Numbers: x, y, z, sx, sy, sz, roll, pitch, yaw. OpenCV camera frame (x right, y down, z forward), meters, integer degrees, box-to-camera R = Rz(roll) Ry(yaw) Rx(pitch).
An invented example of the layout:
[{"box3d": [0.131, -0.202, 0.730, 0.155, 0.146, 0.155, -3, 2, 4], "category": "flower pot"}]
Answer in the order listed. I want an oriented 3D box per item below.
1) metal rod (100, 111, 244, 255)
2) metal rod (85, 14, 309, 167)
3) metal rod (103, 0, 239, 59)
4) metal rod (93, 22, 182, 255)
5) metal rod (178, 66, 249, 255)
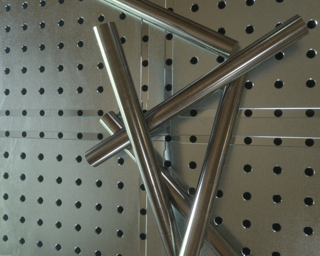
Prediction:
[{"box3d": [0.024, 0.091, 0.403, 0.025, 0.025, 0.300, -46, 76, 14], "category": "metal rod"}, {"box3d": [0.030, -0.035, 0.373, 0.300, 0.025, 0.025, -32, 80, 17], "category": "metal rod"}, {"box3d": [-0.033, -0.168, 0.423, 0.301, 0.025, 0.025, 31, 100, 17], "category": "metal rod"}, {"box3d": [-0.020, 0.027, 0.372, 0.025, 0.025, 0.298, -12, 104, 19], "category": "metal rod"}, {"box3d": [0.057, 0.069, 0.371, 0.025, 0.025, 0.298, 14, 87, 19], "category": "metal rod"}]
